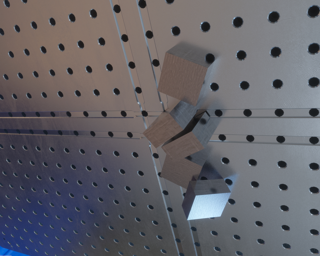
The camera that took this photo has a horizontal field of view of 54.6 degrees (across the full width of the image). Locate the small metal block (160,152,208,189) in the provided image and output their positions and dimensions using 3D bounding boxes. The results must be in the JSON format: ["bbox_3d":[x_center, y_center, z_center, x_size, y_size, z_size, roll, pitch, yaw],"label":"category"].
[{"bbox_3d":[0.033,0.053,0.427,0.050,0.025,0.050,25,127,13],"label":"small metal block"}]

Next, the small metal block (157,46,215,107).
[{"bbox_3d":[0.029,-0.060,0.359,0.050,0.025,0.050,24,127,13],"label":"small metal block"}]

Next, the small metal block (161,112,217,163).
[{"bbox_3d":[0.036,0.011,0.383,0.050,0.050,0.025,-30,102,38],"label":"small metal block"}]

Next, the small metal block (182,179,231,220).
[{"bbox_3d":[0.062,0.097,0.422,0.050,0.025,0.050,-1,127,-17],"label":"small metal block"}]

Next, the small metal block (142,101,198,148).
[{"bbox_3d":[0.013,-0.008,0.384,0.025,0.050,0.050,49,129,-6],"label":"small metal block"}]
